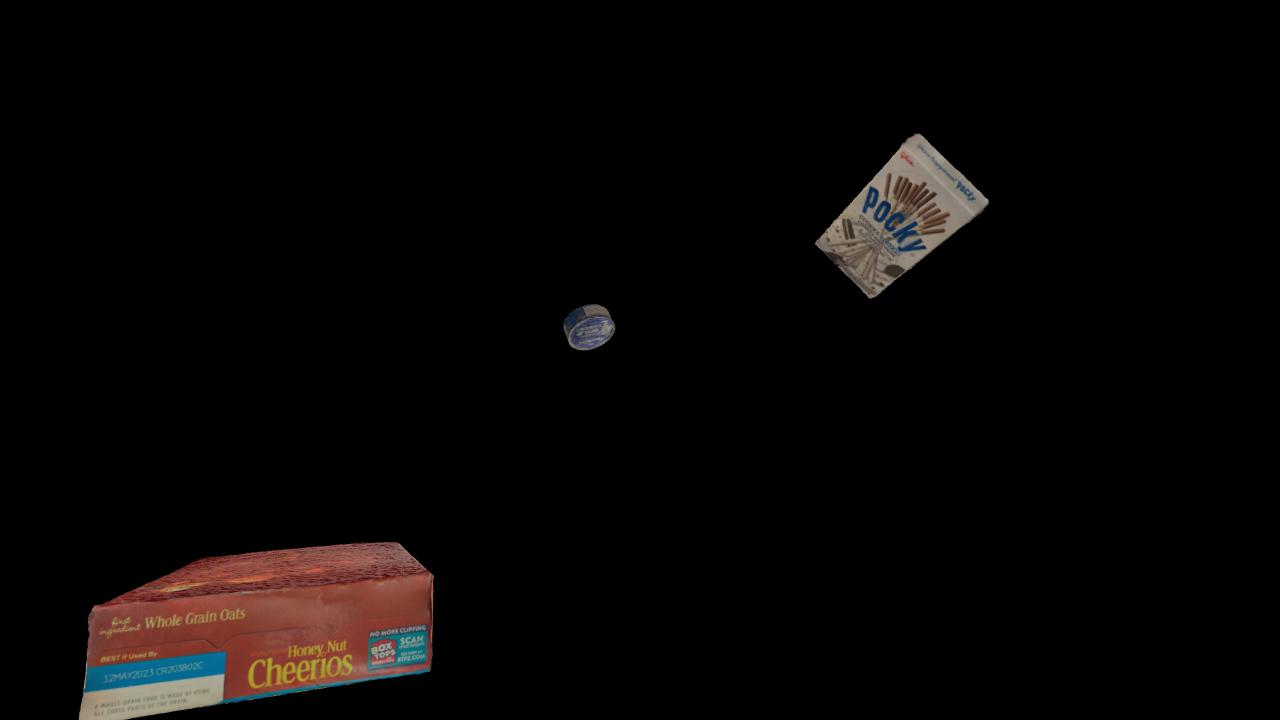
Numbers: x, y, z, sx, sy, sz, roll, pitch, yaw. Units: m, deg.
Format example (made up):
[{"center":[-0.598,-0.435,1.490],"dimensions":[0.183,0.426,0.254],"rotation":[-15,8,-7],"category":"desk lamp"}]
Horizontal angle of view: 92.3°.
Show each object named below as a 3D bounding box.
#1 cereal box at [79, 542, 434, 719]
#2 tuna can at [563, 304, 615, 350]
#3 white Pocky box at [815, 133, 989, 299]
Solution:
[{"center":[-0.304,0.216,0.538],"dimensions":[0.203,0.081,0.306],"rotation":[2,-11,-26],"category":"cereal box"},{"center":[-0.087,-0.056,1.044],"dimensions":[0.084,0.034,0.084],"rotation":[-17,-34,-12],"category":"tuna can"},{"center":[0.230,-0.123,0.561],"dimensions":[0.028,0.084,0.154],"rotation":[-39,-8,-22],"category":"white Pocky box"}]
